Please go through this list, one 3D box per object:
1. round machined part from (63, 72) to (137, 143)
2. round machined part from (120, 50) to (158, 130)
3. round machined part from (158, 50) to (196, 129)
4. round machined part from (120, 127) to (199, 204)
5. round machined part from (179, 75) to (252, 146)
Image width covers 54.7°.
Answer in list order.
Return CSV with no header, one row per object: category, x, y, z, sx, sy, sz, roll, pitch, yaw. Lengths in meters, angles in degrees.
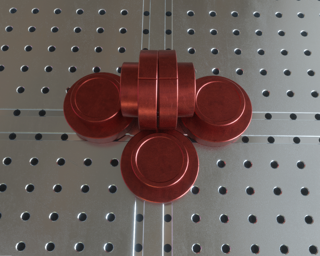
round machined part,-0.080,-0.032,0.413,0.099,0.042,0.098,0,70,-1
round machined part,-0.024,-0.047,0.383,0.042,0.098,0.098,1,70,0
round machined part,0.020,-0.047,0.385,0.042,0.098,0.098,-1,70,-1
round machined part,0.000,0.044,0.386,0.099,0.042,0.098,0,70,-1
round machined part,0.074,-0.028,0.413,0.099,0.042,0.098,0,70,-1
